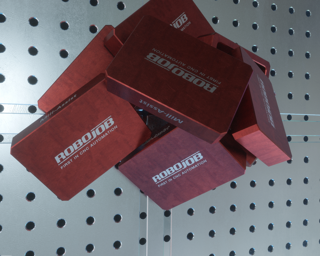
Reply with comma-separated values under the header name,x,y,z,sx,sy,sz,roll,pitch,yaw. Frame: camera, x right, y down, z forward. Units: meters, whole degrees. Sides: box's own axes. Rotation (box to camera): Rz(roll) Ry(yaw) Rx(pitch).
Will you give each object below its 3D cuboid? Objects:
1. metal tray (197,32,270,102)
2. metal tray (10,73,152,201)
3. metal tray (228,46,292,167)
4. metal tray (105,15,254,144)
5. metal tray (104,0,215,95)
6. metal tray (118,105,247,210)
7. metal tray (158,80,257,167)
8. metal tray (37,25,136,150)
name,x,y,z,sx,sy,sz,roll,pitch,yaw
metal tray,0.097,-0.063,0.422,0.131,0.030,0.090,12,85,-40
metal tray,-0.086,0.011,0.354,0.130,0.030,0.090,-38,118,-5
metal tray,0.118,-0.028,0.386,0.090,0.030,0.130,33,43,-38
metal tray,0.021,-0.052,0.324,0.130,0.030,0.090,27,66,2
metal tray,0.005,-0.114,0.391,0.090,0.030,0.130,49,61,-15
metal tray,0.024,0.041,0.372,0.090,0.130,0.030,45,34,-16
metal tray,0.062,-0.008,0.401,0.130,0.090,0.030,46,76,-14
metal tray,-0.072,-0.049,0.382,0.090,0.030,0.130,41,77,-16
